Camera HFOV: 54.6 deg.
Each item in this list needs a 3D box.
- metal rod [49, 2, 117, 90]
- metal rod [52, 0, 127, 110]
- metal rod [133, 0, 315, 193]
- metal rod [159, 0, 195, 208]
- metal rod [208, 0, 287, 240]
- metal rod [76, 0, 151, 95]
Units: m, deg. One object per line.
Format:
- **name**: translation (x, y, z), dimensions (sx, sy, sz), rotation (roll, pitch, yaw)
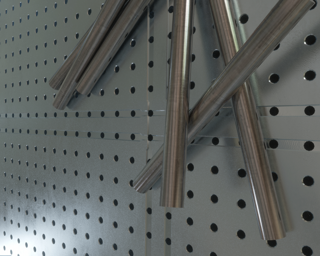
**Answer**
- **metal rod**: translation (-0.095, -0.158, 0.488), dimensions (0.299, 0.025, 0.025), rotation (-39, 67, 33)
- **metal rod**: translation (-0.102, -0.132, 0.476), dimensions (0.299, 0.025, 0.025), rotation (-48, 62, 36)
- **metal rod**: translation (0.046, -0.015, 0.345), dimensions (0.025, 0.025, 0.298), rotation (57, 130, 25)
- **metal rod**: translation (0.023, -0.065, 0.350), dimensions (0.025, 0.025, 0.299), rotation (-7, 73, 40)
- **metal rod**: translation (0.088, -0.035, 0.336), dimensions (0.025, 0.025, 0.299), rotation (-17, 79, 39)
- **metal rod**: translation (-0.043, -0.158, 0.440), dimensions (0.299, 0.025, 0.025), rotation (-48, 62, 31)
